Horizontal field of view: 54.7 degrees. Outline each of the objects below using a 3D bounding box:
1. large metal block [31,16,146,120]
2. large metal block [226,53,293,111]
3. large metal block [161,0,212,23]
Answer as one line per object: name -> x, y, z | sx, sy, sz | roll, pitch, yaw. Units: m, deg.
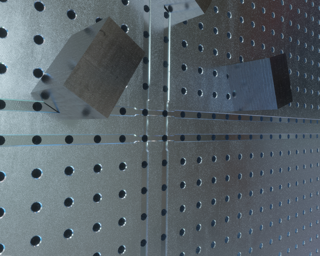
large metal block -> -0.073, -0.056, 0.313 | 0.050, 0.080, 0.080 | 40, 65, -33
large metal block -> 0.165, -0.074, 0.514 | 0.050, 0.080, 0.079 | -22, 104, -38
large metal block -> 0.036, -0.208, 0.425 | 0.080, 0.050, 0.080 | 43, 64, -32
